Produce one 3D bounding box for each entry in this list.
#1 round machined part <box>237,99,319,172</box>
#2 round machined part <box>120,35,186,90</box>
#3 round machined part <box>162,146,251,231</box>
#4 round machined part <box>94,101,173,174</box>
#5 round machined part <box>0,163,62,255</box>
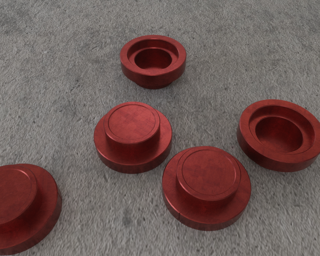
[{"bbox_3d":[0.144,0.013,0.382,0.099,0.042,0.098,0,50,0],"label":"round machined part"},{"bbox_3d":[-0.010,-0.097,0.473,0.099,0.042,0.098,0,50,0],"label":"round machined part"},{"bbox_3d":[0.051,0.059,0.343,0.099,0.042,0.098,0,50,0],"label":"round machined part"},{"bbox_3d":[-0.034,0.005,0.388,0.099,0.042,0.098,0,50,0],"label":"round machined part"},{"bbox_3d":[-0.158,0.078,0.326,0.099,0.042,0.098,0,50,0],"label":"round machined part"}]
